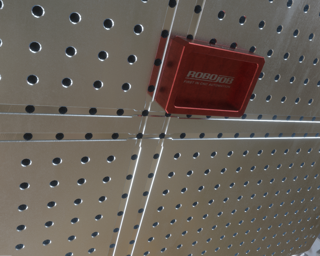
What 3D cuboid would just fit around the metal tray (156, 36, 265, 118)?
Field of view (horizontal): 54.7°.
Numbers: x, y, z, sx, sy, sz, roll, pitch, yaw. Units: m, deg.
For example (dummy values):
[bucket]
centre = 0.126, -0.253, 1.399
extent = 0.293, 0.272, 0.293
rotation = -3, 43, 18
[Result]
[metal tray]
centre = 0.068, -0.062, 0.407
extent = 0.131, 0.030, 0.089
rotation = 2, 118, -30
